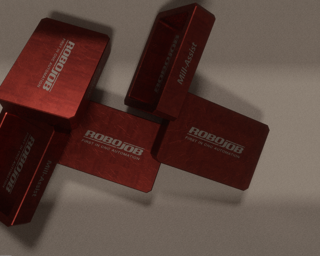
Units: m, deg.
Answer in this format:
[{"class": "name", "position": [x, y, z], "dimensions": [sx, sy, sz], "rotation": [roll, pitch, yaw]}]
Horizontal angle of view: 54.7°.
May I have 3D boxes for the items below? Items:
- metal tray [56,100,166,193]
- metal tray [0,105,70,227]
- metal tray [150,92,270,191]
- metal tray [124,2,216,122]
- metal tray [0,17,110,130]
[{"class": "metal tray", "position": [-0.060, 0.021, 0.408], "dimensions": [0.131, 0.030, 0.090], "rotation": [19, 90, -1]}, {"class": "metal tray", "position": [-0.180, 0.044, 0.389], "dimensions": [0.090, 0.030, 0.129], "rotation": [24, 90, 23]}, {"class": "metal tray", "position": [0.064, 0.017, 0.393], "dimensions": [0.131, 0.030, 0.090], "rotation": [21, 89, -16]}, {"class": "metal tray", "position": [0.008, -0.079, 0.377], "dimensions": [0.030, 0.090, 0.129], "rotation": [21, 90, -31]}, {"class": "metal tray", "position": [-0.124, -0.069, 0.379], "dimensions": [0.091, 0.030, 0.130], "rotation": [16, 62, -1]}]
